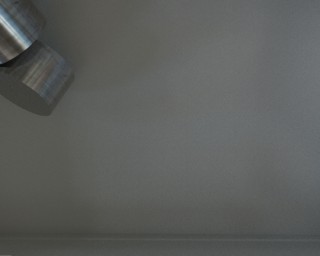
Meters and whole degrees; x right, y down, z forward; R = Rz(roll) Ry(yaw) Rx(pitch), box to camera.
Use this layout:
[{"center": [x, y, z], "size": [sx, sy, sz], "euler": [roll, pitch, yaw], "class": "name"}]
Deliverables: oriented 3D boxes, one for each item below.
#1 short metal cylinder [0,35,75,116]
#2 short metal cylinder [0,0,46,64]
[{"center": [-0.146, -0.057, 0.352], "size": [0.080, 0.080, 0.050], "euler": [31, 64, -11], "class": "short metal cylinder"}, {"center": [-0.166, -0.109, 0.314], "size": [0.080, 0.080, 0.050], "euler": [-25, 136, 8], "class": "short metal cylinder"}]
